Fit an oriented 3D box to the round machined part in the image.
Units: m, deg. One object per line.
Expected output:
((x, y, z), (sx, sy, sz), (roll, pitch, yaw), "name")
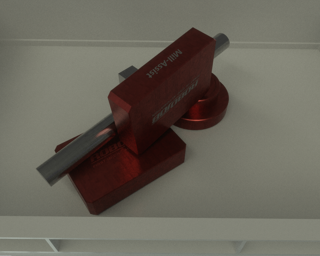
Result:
((0.047, -0.048, 0.432), (0.099, 0.042, 0.098), (0, 50, 0), "round machined part")

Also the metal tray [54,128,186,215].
((-0.046, 0.032, 0.373), (0.131, 0.030, 0.090), (-28, 56, -22), "metal tray")

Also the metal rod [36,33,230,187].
((-0.016, -0.037, 0.383), (0.025, 0.025, 0.301), (37, 63, 26), "metal rod")

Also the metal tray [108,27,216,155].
((0.007, -0.040, 0.346), (0.030, 0.090, 0.131), (37, 65, 23), "metal tray")

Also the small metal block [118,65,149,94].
((-0.030, -0.050, 0.429), (0.025, 0.050, 0.050), (-37, 60, -27), "small metal block")
